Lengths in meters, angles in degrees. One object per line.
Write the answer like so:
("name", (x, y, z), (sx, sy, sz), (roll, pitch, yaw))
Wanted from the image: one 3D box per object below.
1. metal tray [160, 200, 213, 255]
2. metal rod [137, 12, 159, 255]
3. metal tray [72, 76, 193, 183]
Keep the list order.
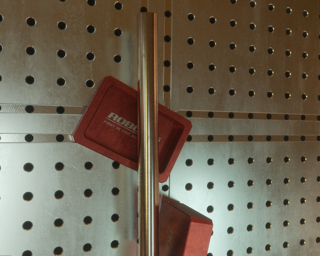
("metal tray", (0.019, 0.165, 0.386), (0.030, 0.090, 0.129), (15, 85, -20))
("metal rod", (-0.014, 0.013, 0.375), (0.025, 0.025, 0.298), (-1, 90, -20))
("metal tray", (-0.033, 0.004, 0.398), (0.131, 0.030, 0.090), (29, 80, -18))
